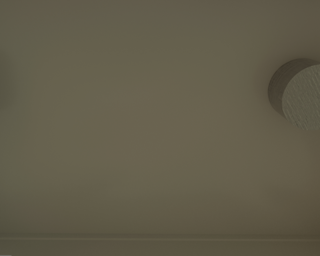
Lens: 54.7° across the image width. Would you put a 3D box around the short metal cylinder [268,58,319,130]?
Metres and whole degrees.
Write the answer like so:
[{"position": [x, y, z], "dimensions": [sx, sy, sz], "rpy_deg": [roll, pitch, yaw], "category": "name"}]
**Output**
[{"position": [0.183, -0.043, 0.385], "dimensions": [0.081, 0.050, 0.079], "rpy_deg": [0, 110, -1], "category": "short metal cylinder"}]
